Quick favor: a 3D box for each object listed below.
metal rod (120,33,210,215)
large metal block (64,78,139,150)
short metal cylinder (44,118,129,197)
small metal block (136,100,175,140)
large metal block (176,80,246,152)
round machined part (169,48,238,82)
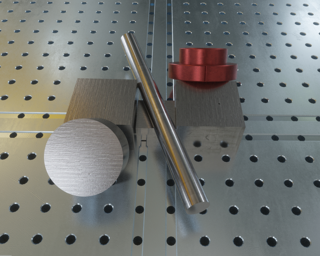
[{"bbox_3d":[-0.006,-0.030,0.399,0.025,0.025,0.300,-13,51,-11],"label":"metal rod"},{"bbox_3d":[-0.072,-0.019,0.408,0.080,0.050,0.080,2,50,1],"label":"large metal block"},{"bbox_3d":[-0.077,0.029,0.339,0.080,0.050,0.079,0,93,1],"label":"short metal cylinder"},{"bbox_3d":[-0.005,-0.011,0.417,0.050,0.025,0.050,1,50,0],"label":"small metal block"},{"bbox_3d":[0.061,-0.017,0.406,0.081,0.050,0.080,1,50,0],"label":"large metal block"},{"bbox_3d":[0.061,-0.093,0.443,0.099,0.042,0.098,1,15,0],"label":"round machined part"}]
